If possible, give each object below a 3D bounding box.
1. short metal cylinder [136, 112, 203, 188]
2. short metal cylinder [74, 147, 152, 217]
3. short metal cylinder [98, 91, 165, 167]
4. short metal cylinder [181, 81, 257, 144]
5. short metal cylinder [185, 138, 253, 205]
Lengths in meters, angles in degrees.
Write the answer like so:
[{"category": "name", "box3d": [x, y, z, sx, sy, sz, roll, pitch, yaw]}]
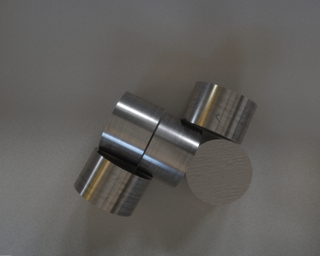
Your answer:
[{"category": "short metal cylinder", "box3d": [0.012, 0.027, 0.383, 0.050, 0.080, 0.080, 27, 90, -1]}, {"category": "short metal cylinder", "box3d": [-0.057, 0.065, 0.382, 0.080, 0.080, 0.050, 29, 90, -1]}, {"category": "short metal cylinder", "box3d": [-0.034, 0.001, 0.382, 0.050, 0.080, 0.080, 26, 90, -1]}, {"category": "short metal cylinder", "box3d": [0.072, -0.018, 0.383, 0.080, 0.080, 0.050, 23, 90, -1]}, {"category": "short metal cylinder", "box3d": [0.071, 0.053, 0.398, 0.081, 0.050, 0.079, 0, 90, -1]}]
